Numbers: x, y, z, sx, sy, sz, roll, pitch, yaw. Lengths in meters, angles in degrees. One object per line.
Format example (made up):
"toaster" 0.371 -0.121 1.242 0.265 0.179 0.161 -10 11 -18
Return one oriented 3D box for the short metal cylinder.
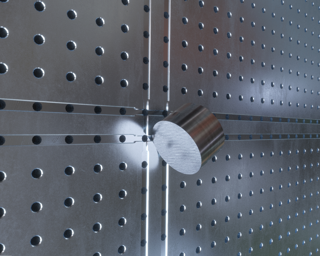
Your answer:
"short metal cylinder" 0.036 0.014 0.406 0.050 0.080 0.080 -37 113 -34
